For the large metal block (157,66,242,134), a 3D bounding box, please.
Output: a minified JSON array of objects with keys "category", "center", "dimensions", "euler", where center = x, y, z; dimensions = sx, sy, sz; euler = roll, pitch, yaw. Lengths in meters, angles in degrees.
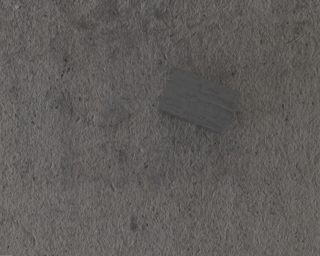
[{"category":"large metal block","center":[0.044,-0.031,0.383],"dimensions":[0.080,0.080,0.050],"euler":[22,90,0]}]
